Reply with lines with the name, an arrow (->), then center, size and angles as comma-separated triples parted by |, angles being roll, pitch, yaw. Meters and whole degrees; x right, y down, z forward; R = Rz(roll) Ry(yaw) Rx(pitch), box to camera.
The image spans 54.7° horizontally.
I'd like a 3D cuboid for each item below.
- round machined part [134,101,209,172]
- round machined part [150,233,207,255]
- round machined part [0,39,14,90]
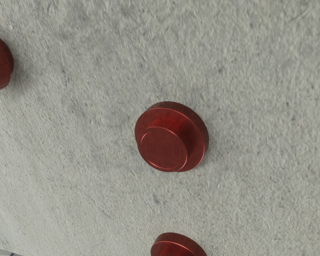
round machined part -> 0.010, 0.018, 0.401 | 0.098, 0.042, 0.097 | 13, 124, 20
round machined part -> 0.028, 0.227, 0.520 | 0.098, 0.042, 0.097 | 13, 124, 20
round machined part -> -0.263, -0.103, 0.467 | 0.098, 0.042, 0.097 | 13, 124, 20
